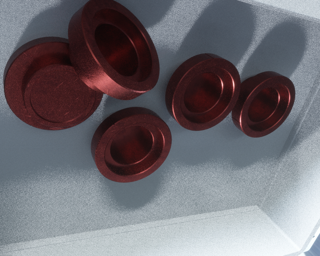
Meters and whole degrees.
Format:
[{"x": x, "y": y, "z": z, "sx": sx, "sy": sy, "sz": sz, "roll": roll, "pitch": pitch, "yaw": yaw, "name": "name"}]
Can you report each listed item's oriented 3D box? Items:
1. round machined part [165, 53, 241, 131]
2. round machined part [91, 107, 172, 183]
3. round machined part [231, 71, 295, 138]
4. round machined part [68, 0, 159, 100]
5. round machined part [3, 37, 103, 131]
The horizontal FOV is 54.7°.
[{"x": 0.050, "y": -0.049, "z": 0.397, "sx": 0.099, "sy": 0.042, "sz": 0.097, "roll": -14, "pitch": 125, "yaw": -21, "name": "round machined part"}, {"x": -0.038, "y": 0.017, "z": 0.389, "sx": 0.099, "sy": 0.042, "sz": 0.097, "roll": -14, "pitch": 125, "yaw": -21, "name": "round machined part"}, {"x": 0.146, "y": -0.038, "z": 0.456, "sx": 0.099, "sy": 0.042, "sz": 0.097, "roll": -14, "pitch": 125, "yaw": -21, "name": "round machined part"}, {"x": -0.048, "y": -0.072, "z": 0.304, "sx": 0.042, "sy": 0.098, "sz": 0.098, "roll": -23, "pitch": 140, "yaw": 35, "name": "round machined part"}, {"x": -0.105, "y": -0.039, "z": 0.317, "sx": 0.099, "sy": 0.042, "sz": 0.097, "roll": -14, "pitch": 125, "yaw": -21, "name": "round machined part"}]
